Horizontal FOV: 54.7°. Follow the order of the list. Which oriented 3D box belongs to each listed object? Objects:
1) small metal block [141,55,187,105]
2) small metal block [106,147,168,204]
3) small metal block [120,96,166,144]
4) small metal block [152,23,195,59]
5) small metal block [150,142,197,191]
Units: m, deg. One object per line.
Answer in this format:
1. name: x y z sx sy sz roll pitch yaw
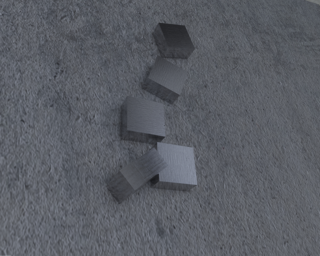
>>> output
1. small metal block: 0.007 -0.070 0.450 0.050 0.025 0.050 27 52 -11
2. small metal block: -0.026 0.053 0.341 0.050 0.050 0.025 -32 79 -38
3. small metal block: -0.022 -0.009 0.397 0.050 0.025 0.050 11 57 -23
4. small metal block: 0.022 -0.140 0.501 0.050 0.025 0.050 -5 64 -31
5. small metal block: 0.015 0.048 0.382 0.050 0.025 0.050 10 57 -23
